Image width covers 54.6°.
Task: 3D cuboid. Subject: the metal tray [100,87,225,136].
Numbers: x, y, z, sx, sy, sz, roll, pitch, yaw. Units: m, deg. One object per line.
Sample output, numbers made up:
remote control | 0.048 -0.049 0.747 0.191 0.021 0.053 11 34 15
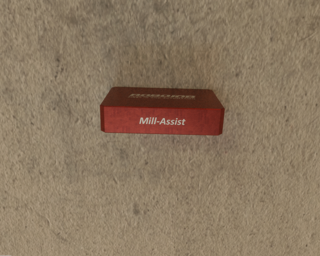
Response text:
metal tray | 0.002 -0.023 0.366 0.131 0.090 0.030 2 110 -1
